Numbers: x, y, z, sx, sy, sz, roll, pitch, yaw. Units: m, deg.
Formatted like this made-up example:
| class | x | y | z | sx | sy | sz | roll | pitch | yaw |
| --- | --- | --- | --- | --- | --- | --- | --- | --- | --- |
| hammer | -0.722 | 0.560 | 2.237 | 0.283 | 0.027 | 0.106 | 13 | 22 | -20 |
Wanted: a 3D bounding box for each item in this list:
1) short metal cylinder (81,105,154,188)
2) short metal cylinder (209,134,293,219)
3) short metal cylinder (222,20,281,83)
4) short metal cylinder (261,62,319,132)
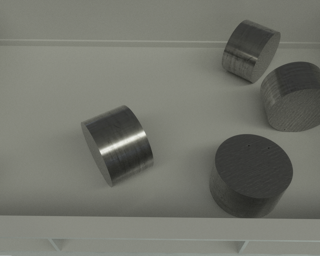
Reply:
| class | x | y | z | sx | sy | sz | roll | pitch | yaw |
| --- | --- | --- | --- | --- | --- | --- | --- | --- | --- |
| short metal cylinder | -0.049 | 0.020 | 0.352 | 0.050 | 0.080 | 0.080 | -25 | 55 | -19 |
| short metal cylinder | 0.098 | 0.053 | 0.344 | 0.080 | 0.050 | 0.080 | 0 | 50 | 0 |
| short metal cylinder | 0.137 | -0.115 | 0.467 | 0.050 | 0.080 | 0.080 | 33 | 57 | 24 |
| short metal cylinder | 0.177 | -0.039 | 0.403 | 0.080 | 0.080 | 0.050 | 1 | 50 | 1 |
